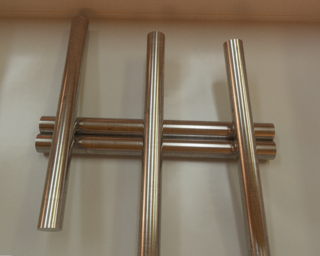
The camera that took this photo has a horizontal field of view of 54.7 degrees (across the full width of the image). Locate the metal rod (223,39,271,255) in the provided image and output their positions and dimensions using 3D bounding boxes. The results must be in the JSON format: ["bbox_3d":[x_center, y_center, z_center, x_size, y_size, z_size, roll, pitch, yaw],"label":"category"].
[{"bbox_3d":[0.105,0.036,0.373,0.025,0.025,0.298,-4,78,-2],"label":"metal rod"}]

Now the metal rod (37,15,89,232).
[{"bbox_3d":[-0.116,-0.026,0.391,0.025,0.025,0.299,-1,62,-1],"label":"metal rod"}]

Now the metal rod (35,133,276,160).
[{"bbox_3d":[-0.005,0.024,0.400,0.302,0.025,0.025,2,70,0],"label":"metal rod"}]

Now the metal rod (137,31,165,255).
[{"bbox_3d":[-0.009,0.014,0.377,0.025,0.025,0.299,1,70,0],"label":"metal rod"}]

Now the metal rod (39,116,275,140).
[{"bbox_3d":[-0.004,0.001,0.408,0.302,0.025,0.025,2,70,0],"label":"metal rod"}]
